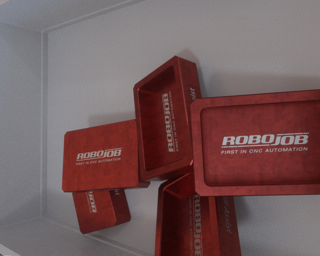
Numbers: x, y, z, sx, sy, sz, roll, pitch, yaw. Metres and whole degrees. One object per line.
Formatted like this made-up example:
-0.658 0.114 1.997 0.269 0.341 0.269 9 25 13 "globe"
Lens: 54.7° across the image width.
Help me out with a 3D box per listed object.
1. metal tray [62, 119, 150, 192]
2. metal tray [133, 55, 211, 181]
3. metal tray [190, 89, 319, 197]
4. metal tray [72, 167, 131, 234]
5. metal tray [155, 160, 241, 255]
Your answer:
-0.078 0.043 0.440 0.130 0.030 0.090 -9 74 26 "metal tray"
0.010 -0.008 0.372 0.090 0.030 0.130 -27 62 45 "metal tray"
0.096 0.014 0.284 0.131 0.030 0.089 -3 88 10 "metal tray"
-0.101 0.092 0.487 0.090 0.030 0.129 -27 73 37 "metal tray"
0.036 0.103 0.329 0.090 0.030 0.130 -37 33 34 "metal tray"
